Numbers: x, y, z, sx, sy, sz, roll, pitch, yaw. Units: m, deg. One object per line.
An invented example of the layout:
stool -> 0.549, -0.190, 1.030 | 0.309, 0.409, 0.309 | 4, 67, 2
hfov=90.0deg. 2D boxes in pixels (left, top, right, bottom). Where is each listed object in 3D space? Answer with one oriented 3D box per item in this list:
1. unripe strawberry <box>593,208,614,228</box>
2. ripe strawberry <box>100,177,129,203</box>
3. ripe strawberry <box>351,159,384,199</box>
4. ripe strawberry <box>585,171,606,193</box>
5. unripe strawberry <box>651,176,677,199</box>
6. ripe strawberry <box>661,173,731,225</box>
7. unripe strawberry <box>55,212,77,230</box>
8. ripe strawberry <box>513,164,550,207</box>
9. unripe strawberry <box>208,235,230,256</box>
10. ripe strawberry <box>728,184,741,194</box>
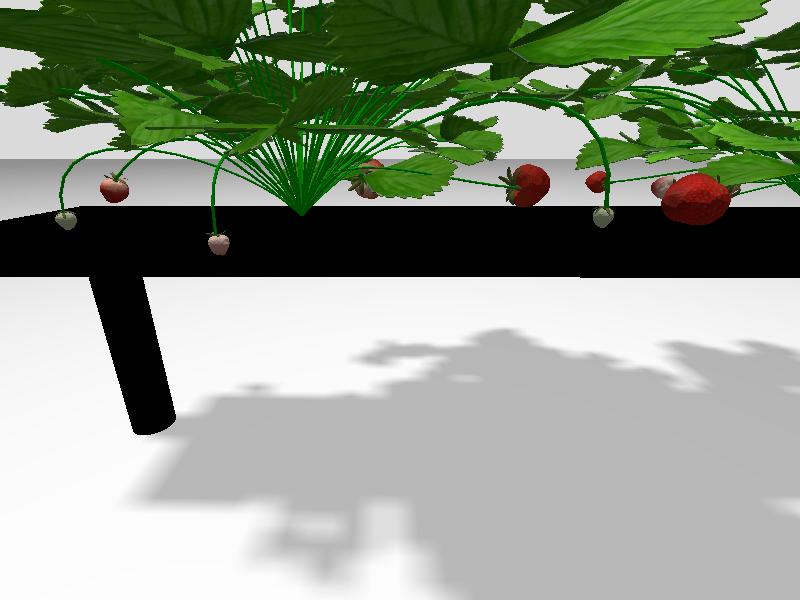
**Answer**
unripe strawberry -> 0.119, -0.048, 0.235 | 0.011, 0.011, 0.011 | 11, 24, 27
ripe strawberry -> -0.307, -0.117, 0.430 | 0.024, 0.028, 0.028 | 38, 30, 7
ripe strawberry -> -0.034, -0.145, 0.475 | 0.045, 0.047, 0.049 | 7, 21, 18
ripe strawberry -> 0.259, -0.156, 0.528 | 0.027, 0.028, 0.029 | -11, 23, -26
unripe strawberry -> 0.302, -0.130, 0.459 | 0.022, 0.025, 0.024 | -10, 23, -25
ripe strawberry -> 0.215, -0.074, 0.296 | 0.042, 0.036, 0.042 | -7, 22, -16
unripe strawberry -> -0.223, -0.053, 0.268 | 0.011, 0.011, 0.011 | -12, 24, -28
ripe strawberry -> 0.127, -0.110, 0.387 | 0.039, 0.040, 0.035 | -4, 21, -13
unripe strawberry -> -0.093, -0.028, 0.205 | 0.010, 0.011, 0.011 | 1, 21, 3
ripe strawberry -> 0.396, -0.145, 0.487 | 0.031, 0.035, 0.033 | 4, 21, 10
